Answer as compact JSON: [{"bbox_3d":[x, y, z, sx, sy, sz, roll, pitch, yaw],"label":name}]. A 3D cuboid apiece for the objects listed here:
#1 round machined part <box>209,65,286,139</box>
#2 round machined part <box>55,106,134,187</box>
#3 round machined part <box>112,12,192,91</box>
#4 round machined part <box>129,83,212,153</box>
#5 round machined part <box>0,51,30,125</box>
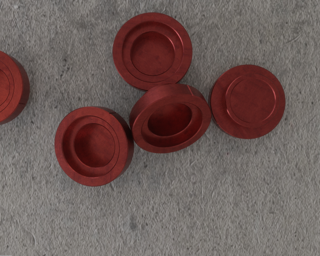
[{"bbox_3d":[0.114,-0.034,0.402,0.099,0.042,0.097,0,90,0],"label":"round machined part"},{"bbox_3d":[-0.079,0.021,0.392,0.098,0.042,0.097,1,95,15],"label":"round machined part"},{"bbox_3d":[-0.009,-0.094,0.401,0.099,0.042,0.097,0,90,0],"label":"round machined part"},{"bbox_3d":[0.010,-0.016,0.384,0.098,0.098,0.042,-21,48,0],"label":"round machined part"},{"bbox_3d":[-0.217,-0.051,0.400,0.099,0.042,0.097,0,90,0],"label":"round machined part"}]
